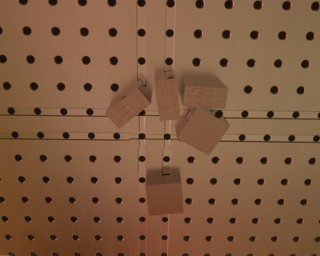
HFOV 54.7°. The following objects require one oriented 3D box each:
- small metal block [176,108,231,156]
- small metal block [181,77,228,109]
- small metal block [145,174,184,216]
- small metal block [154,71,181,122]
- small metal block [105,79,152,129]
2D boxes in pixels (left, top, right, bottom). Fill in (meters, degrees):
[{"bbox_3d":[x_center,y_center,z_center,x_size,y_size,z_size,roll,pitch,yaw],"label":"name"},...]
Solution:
[{"bbox_3d":[0.057,0.001,0.415,0.050,0.025,0.050,29,107,-11],"label":"small metal block"},{"bbox_3d":[0.053,-0.044,0.385,0.050,0.050,0.025,4,110,-2],"label":"small metal block"},{"bbox_3d":[0.007,0.097,0.449,0.050,0.025,0.050,-5,110,1],"label":"small metal block"},{"bbox_3d":[0.009,-0.041,0.385,0.025,0.050,0.050,-7,110,2],"label":"small metal block"},{"bbox_3d":[-0.038,-0.031,0.388,0.050,0.050,0.025,-38,106,12],"label":"small metal block"}]
